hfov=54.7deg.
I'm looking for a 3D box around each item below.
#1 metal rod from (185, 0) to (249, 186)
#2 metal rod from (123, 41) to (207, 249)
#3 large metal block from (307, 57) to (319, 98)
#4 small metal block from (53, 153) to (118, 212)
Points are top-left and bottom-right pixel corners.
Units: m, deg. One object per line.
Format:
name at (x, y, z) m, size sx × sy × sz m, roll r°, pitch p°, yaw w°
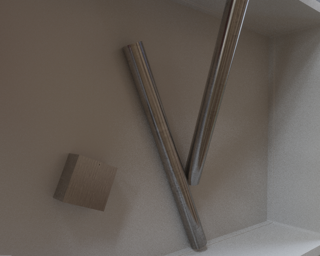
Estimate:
metal rod at (0.071, -0.057, 0.389) m, size 0.025 × 0.025 × 0.298 m, roll -11°, pitch 122°, yaw -40°
metal rod at (0.012, 0.034, 0.418) m, size 0.025 × 0.025 × 0.298 m, roll -30°, pitch 109°, yaw -36°
large metal block at (0.391, -0.117, 0.725) m, size 0.081 × 0.050 × 0.080 m, roll 12°, pitch 82°, yaw -40°
small metal block at (-0.081, 0.060, 0.340) m, size 0.050 × 0.025 × 0.050 m, roll 27°, pitch 73°, yaw -37°
